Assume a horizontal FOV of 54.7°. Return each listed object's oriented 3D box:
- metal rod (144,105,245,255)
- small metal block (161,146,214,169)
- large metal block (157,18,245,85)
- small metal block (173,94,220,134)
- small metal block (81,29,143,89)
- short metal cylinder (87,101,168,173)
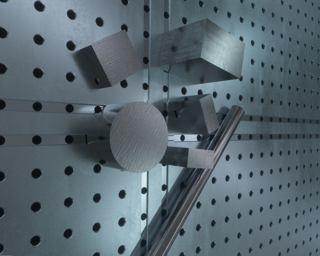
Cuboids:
[{"bbox_3d":[0.054,0.081,0.456,0.025,0.025,0.301,50,60,-29],"label":"metal rod"},{"bbox_3d":[0.038,0.040,0.428,0.050,0.050,0.025,9,85,-40],"label":"small metal block"},{"bbox_3d":[0.056,-0.099,0.422,0.081,0.080,0.050,16,80,-39],"label":"large metal block"},{"bbox_3d":[0.052,-0.019,0.439,0.025,0.050,0.050,-28,108,-37],"label":"small metal block"},{"bbox_3d":[-0.055,-0.081,0.364,0.050,0.025,0.050,-38,114,-34],"label":"small metal block"},{"bbox_3d":[-0.037,0.010,0.363,0.081,0.050,0.079,0,90,-40],"label":"short metal cylinder"}]
